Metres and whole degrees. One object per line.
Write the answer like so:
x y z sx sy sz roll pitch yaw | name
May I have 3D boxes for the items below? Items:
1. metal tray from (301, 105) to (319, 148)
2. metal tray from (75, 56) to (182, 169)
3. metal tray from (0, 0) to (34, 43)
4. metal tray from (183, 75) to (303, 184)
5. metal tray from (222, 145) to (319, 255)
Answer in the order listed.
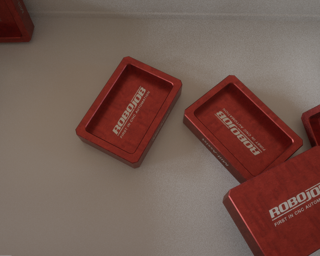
0.232 0.025 0.365 0.030 0.090 0.130 0 68 -28 | metal tray
-0.038 -0.023 0.414 0.090 0.030 0.130 27 72 9 | metal tray
-0.237 -0.172 0.413 0.091 0.129 0.030 -2 60 -1 | metal tray
0.105 0.004 0.406 0.090 0.030 0.130 -38 75 -13 | metal tray
0.148 0.085 0.338 0.131 0.030 0.090 -23 66 -14 | metal tray
